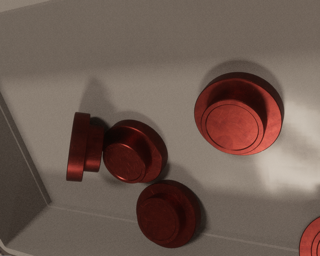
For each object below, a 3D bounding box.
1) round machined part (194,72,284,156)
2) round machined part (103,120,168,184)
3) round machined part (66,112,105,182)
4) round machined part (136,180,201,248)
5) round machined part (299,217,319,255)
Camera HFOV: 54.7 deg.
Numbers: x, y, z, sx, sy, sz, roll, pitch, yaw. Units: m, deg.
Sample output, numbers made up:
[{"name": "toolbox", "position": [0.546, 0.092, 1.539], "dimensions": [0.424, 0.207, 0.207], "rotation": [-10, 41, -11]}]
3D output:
[{"name": "round machined part", "position": [0.085, -0.009, 0.347], "dimensions": [0.098, 0.042, 0.097], "rotation": [13, 124, 20]}, {"name": "round machined part", "position": [-0.042, 0.040, 0.443], "dimensions": [0.098, 0.042, 0.097], "rotation": [13, 124, 20]}, {"name": "round machined part", "position": [-0.105, 0.028, 0.442], "dimensions": [0.042, 0.098, 0.097], "rotation": [7, 128, -14]}, {"name": "round machined part", "position": [0.006, 0.128, 0.450], "dimensions": [0.098, 0.042, 0.097], "rotation": [3, 97, 28]}, {"name": "round machined part", "position": [0.206, 0.142, 0.339], "dimensions": [0.098, 0.098, 0.042], "rotation": [-5, 157, 30]}]
